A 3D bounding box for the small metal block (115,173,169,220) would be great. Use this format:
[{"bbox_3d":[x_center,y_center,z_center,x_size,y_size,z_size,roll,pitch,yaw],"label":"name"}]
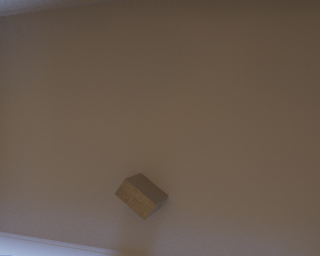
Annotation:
[{"bbox_3d":[-0.023,0.088,0.404,0.050,0.050,0.025,37,102,16],"label":"small metal block"}]
